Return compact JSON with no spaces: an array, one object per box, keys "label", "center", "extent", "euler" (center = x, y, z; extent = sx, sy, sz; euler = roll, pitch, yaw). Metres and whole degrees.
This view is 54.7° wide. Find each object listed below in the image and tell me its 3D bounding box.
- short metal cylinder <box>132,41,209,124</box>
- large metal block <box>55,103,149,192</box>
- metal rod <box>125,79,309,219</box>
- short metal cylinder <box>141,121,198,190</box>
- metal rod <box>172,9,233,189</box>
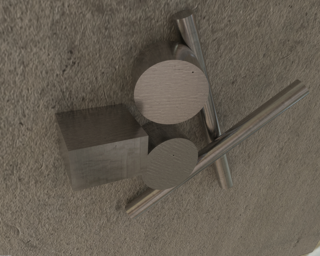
[{"label":"short metal cylinder","center":[0.010,-0.051,0.349],"extent":[0.081,0.050,0.079],"euler":[-4,128,-5]},{"label":"large metal block","center":[-0.066,0.017,0.345],"extent":[0.081,0.080,0.050],"euler":[-11,123,-23]},{"label":"metal rod","center":[0.074,0.035,0.438],"extent":[0.300,0.025,0.025],"euler":[-37,130,9]},{"label":"short metal cylinder","center":[0.003,0.035,0.414],"extent":[0.081,0.050,0.079],"euler":[-14,124,-21]},{"label":"metal rod","center":[0.068,-0.016,0.434],"extent":[0.025,0.025,0.299],"euler":[-29,128,-10]}]
